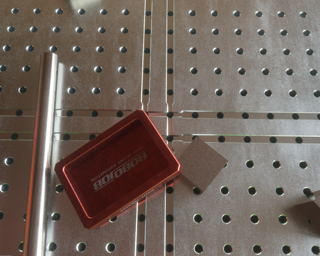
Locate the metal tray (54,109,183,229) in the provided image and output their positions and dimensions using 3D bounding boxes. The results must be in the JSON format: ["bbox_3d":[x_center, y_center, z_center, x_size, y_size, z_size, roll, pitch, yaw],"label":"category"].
[{"bbox_3d":[-0.050,0.049,0.376,0.130,0.030,0.090,-34,73,1],"label":"metal tray"}]

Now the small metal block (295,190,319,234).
[{"bbox_3d":[0.195,0.101,0.363,0.025,0.050,0.050,-35,74,-12],"label":"small metal block"}]

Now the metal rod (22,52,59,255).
[{"bbox_3d":[-0.151,0.038,0.396,0.025,0.025,0.299,-3,70,-1],"label":"metal rod"}]

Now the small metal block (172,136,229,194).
[{"bbox_3d":[0.050,0.048,0.394,0.050,0.025,0.050,39,74,13],"label":"small metal block"}]
